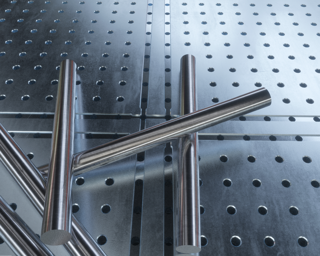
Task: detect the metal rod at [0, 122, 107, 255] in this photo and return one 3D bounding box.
[{"bbox_3d":[-0.113,0.078,0.316,0.025,0.025,0.300,-36,67,-27],"label":"metal rod"}]

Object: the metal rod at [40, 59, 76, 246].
[{"bbox_3d":[-0.116,-0.002,0.376,0.025,0.025,0.300,-8,41,-7],"label":"metal rod"}]

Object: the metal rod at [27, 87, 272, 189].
[{"bbox_3d":[-0.008,0.011,0.372,0.302,0.025,0.025,-20,53,-7],"label":"metal rod"}]

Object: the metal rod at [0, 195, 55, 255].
[{"bbox_3d":[-0.126,0.121,0.304,0.300,0.025,0.025,34,58,25],"label":"metal rod"}]

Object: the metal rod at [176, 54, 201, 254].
[{"bbox_3d":[0.037,0.006,0.403,0.025,0.025,0.300,3,50,2],"label":"metal rod"}]
